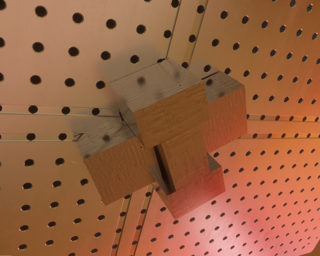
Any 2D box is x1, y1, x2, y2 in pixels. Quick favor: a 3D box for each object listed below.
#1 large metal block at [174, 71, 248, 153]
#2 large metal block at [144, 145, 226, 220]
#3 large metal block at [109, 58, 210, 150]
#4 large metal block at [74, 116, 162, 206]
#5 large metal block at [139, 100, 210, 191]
[{"bbox_3d":[0.068,-0.018,0.419,0.080,0.050,0.080,-26,130,-12],"label":"large metal block"},{"bbox_3d":[0.032,0.066,0.433,0.080,0.080,0.050,-26,128,-13],"label":"large metal block"},{"bbox_3d":[-0.002,-0.031,0.354,0.080,0.080,0.050,-25,127,-13],"label":"large metal block"},{"bbox_3d":[-0.051,0.038,0.391,0.080,0.050,0.080,-24,127,-14],"label":"large metal block"},{"bbox_3d":[0.016,0.017,0.394,0.050,0.080,0.080,-26,128,-12],"label":"large metal block"}]
